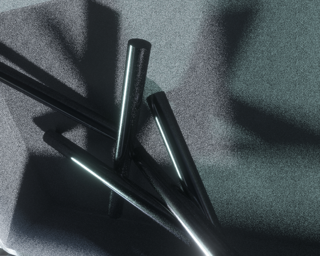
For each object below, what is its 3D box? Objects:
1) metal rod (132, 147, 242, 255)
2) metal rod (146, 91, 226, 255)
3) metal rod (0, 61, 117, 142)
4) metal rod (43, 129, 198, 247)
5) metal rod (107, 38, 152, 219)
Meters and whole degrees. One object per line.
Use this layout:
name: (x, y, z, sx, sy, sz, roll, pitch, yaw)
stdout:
metal rod: (0.032, 0.094, 0.328, 0.300, 0.025, 0.025, 41, 145, 56)
metal rod: (0.050, 0.096, 0.361, 0.025, 0.025, 0.299, -30, 77, 37)
metal rod: (-0.180, -0.056, 0.436, 0.301, 0.025, 0.025, 28, 129, -3)
metal rod: (-0.071, 0.067, 0.426, 0.300, 0.025, 0.025, 26, 130, 35)
metal rod: (-0.048, 0.025, 0.419, 0.025, 0.025, 0.298, 24, 129, 13)
